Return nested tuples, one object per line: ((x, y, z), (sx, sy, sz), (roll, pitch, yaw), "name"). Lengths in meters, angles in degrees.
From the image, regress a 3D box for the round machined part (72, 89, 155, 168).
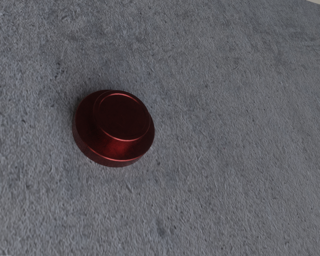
((-0.051, -0.006, 0.369), (0.099, 0.042, 0.098), (13, 56, -21), "round machined part")
